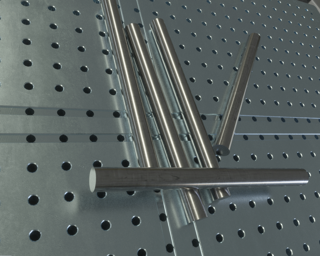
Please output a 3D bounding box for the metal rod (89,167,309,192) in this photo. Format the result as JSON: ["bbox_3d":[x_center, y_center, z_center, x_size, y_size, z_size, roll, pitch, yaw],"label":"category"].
[{"bbox_3d":[0.068,0.061,0.375,0.303,0.025,0.025,4,60,-27],"label":"metal rod"}]

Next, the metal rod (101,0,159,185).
[{"bbox_3d":[-0.044,-0.065,0.425,0.025,0.025,0.299,-1,62,-29],"label":"metal rod"}]

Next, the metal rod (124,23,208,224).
[{"bbox_3d":[0.001,-0.022,0.423,0.025,0.025,0.299,-5,64,-31],"label":"metal rod"}]

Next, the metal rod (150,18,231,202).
[{"bbox_3d":[0.037,-0.041,0.454,0.025,0.025,0.299,-4,64,-30],"label":"metal rod"}]

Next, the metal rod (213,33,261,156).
[{"bbox_3d":[0.138,-0.074,0.530,0.025,0.025,0.301,32,51,-8],"label":"metal rod"}]
